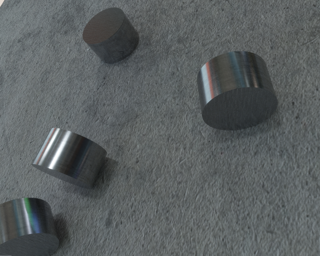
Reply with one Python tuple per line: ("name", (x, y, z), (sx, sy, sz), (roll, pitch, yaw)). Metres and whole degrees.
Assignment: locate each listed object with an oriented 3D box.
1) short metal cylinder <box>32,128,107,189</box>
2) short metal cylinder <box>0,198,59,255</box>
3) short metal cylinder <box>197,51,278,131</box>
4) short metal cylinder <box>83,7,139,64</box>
("short metal cylinder", (-0.117, 0.041, 0.405), (0.080, 0.080, 0.050), (8, 66, 31))
("short metal cylinder", (-0.170, 0.130, 0.378), (0.080, 0.080, 0.050), (-36, 51, 4))
("short metal cylinder", (0.085, -0.039, 0.348), (0.080, 0.080, 0.050), (-16, 55, 19))
("short metal cylinder", (-0.083, -0.157, 0.528), (0.080, 0.050, 0.080), (-13, 56, 21))
